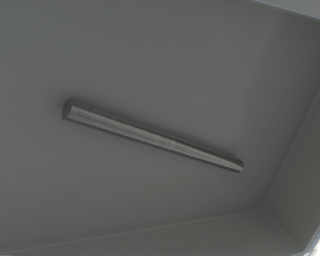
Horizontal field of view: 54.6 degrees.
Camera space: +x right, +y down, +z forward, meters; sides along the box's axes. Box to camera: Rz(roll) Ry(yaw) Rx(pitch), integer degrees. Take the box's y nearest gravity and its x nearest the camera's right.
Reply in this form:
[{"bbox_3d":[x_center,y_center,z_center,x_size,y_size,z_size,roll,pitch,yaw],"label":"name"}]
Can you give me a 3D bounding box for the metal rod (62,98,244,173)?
[{"bbox_3d":[0.014,0.021,0.426,0.302,0.025,0.025,20,108,-36],"label":"metal rod"}]
